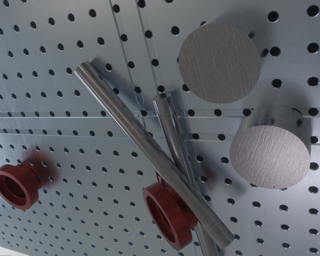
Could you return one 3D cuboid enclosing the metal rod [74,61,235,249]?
[{"bbox_3d":[-0.009,0.033,0.410,0.300,0.025,0.025,50,129,3],"label":"metal rod"}]

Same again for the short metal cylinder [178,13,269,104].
[{"bbox_3d":[0.066,-0.071,0.316,0.080,0.050,0.079,13,124,21],"label":"short metal cylinder"}]

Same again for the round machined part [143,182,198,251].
[{"bbox_3d":[0.018,0.121,0.446,0.098,0.042,0.097,50,156,32],"label":"round machined part"}]

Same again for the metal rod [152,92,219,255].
[{"bbox_3d":[0.045,0.091,0.443,0.025,0.025,0.298,-4,117,30],"label":"metal rod"}]

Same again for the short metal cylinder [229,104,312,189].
[{"bbox_3d":[0.123,0.020,0.343,0.080,0.050,0.079,13,124,21],"label":"short metal cylinder"}]

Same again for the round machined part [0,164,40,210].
[{"bbox_3d":[-0.280,0.112,0.618,0.098,0.042,0.097,13,124,21],"label":"round machined part"}]
